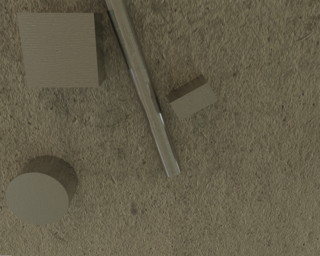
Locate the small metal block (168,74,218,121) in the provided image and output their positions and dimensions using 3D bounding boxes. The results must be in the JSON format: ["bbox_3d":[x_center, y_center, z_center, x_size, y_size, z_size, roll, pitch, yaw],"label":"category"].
[{"bbox_3d":[0.039,-0.039,0.383,0.050,0.050,0.025,-28,108,9],"label":"small metal block"}]

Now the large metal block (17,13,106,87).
[{"bbox_3d":[-0.110,-0.092,0.361,0.081,0.050,0.079,0,110,-1],"label":"large metal block"}]

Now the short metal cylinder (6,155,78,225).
[{"bbox_3d":[-0.159,0.084,0.425,0.081,0.050,0.079,0,110,-1],"label":"short metal cylinder"}]

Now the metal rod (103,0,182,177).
[{"bbox_3d":[-0.027,-0.072,0.382,0.025,0.025,0.298,-17,110,6],"label":"metal rod"}]
